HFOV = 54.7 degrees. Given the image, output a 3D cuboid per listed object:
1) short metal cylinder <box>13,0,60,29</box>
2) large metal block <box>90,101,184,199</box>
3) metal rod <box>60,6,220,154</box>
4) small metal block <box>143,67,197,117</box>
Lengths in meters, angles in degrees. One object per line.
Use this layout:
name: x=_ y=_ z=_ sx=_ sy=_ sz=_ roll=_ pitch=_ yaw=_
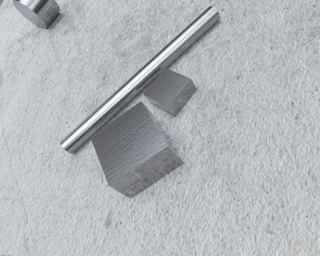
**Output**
short metal cylinder: x=-0.265 y=-0.262 z=0.668 sx=0.080 sy=0.080 sz=0.050 roll=23 pitch=74 yaw=36
large metal block: x=-0.030 y=0.027 z=0.387 sx=0.080 sy=0.050 sz=0.080 roll=-35 pitch=51 yaw=5
metal rod: x=-0.028 y=-0.072 z=0.462 sx=0.300 sy=0.025 sz=0.025 roll=-43 pitch=51 yaw=-2
small metal block: x=0.014 y=-0.050 z=0.427 sx=0.050 sy=0.025 sz=0.050 roll=32 pitch=79 yaw=38
